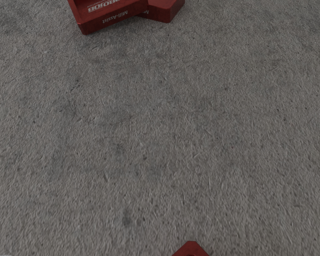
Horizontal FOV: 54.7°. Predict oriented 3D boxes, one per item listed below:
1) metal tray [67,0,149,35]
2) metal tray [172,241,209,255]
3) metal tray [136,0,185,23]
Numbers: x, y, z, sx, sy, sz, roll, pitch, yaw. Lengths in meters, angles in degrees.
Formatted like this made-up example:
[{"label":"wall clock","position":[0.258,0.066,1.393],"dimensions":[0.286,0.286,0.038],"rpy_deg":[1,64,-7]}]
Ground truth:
[{"label":"metal tray","position":[-0.097,-0.233,0.565],"dimensions":[0.131,0.030,0.090],"rpy_deg":[-24,65,-4]},{"label":"metal tray","position":[0.011,0.171,0.255],"dimensions":[0.131,0.030,0.090],"rpy_deg":[-34,58,-25]},{"label":"metal tray","position":[-0.025,-0.257,0.615],"dimensions":[0.130,0.030,0.090],"rpy_deg":[18,52,15]}]
